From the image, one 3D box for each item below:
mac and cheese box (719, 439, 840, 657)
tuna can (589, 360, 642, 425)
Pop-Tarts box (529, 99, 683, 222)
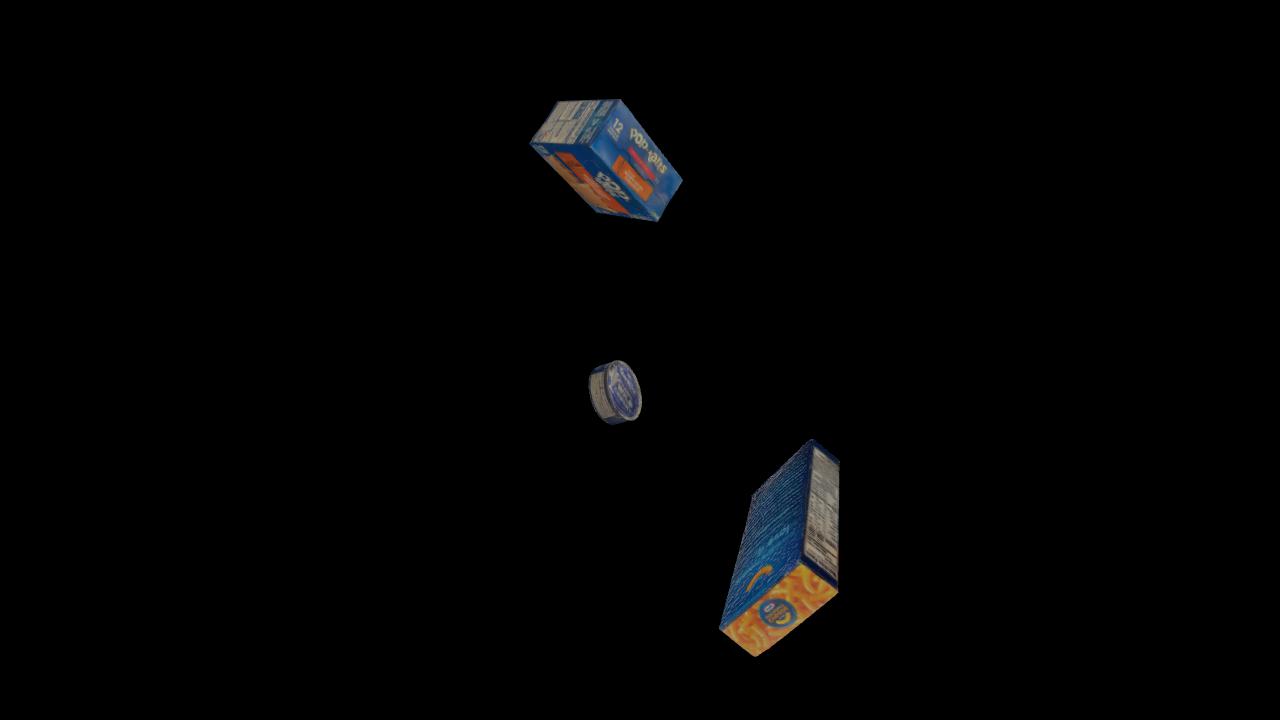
[{"bbox_3d":[0.122,0.145,0.511,0.041,0.093,0.184,39,27,1],"label":"mac and cheese box"},{"bbox_3d":[-0.033,0.044,0.833,0.034,0.084,0.084,-18,-8,28],"label":"tuna can"},{"bbox_3d":[-0.047,-0.286,0.891,0.141,0.083,0.167,21,-12,42],"label":"Pop-Tarts box"}]
